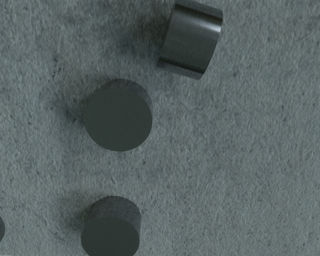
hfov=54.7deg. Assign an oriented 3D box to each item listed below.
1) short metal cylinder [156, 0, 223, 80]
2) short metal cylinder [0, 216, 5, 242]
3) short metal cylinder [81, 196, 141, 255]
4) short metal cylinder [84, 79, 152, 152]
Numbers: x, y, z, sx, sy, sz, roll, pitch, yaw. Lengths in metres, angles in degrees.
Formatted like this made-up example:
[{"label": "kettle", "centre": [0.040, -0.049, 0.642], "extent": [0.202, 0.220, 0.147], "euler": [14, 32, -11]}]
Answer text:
[{"label": "short metal cylinder", "centre": [0.030, -0.099, 0.345], "extent": [0.050, 0.080, 0.079], "euler": [16, 109, -6]}, {"label": "short metal cylinder", "centre": [-0.269, 0.152, 0.433], "extent": [0.080, 0.080, 0.050], "euler": [37, 106, -13]}, {"label": "short metal cylinder", "centre": [-0.069, 0.147, 0.450], "extent": [0.081, 0.050, 0.079], "euler": [0, 110, -1]}, {"label": "short metal cylinder", "centre": [-0.049, -0.017, 0.390], "extent": [0.081, 0.050, 0.079], "euler": [0, 110, -1]}]
